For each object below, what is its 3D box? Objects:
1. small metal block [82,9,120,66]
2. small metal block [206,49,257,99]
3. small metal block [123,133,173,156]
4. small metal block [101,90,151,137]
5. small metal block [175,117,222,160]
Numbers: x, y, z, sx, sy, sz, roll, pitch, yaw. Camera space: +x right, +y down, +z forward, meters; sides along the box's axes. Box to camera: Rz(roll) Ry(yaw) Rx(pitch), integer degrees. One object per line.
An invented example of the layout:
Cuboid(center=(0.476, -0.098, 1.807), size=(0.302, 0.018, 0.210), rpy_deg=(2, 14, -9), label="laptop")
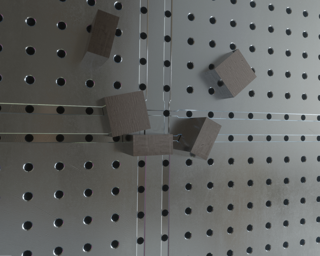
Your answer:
Cuboid(center=(-0.072, -0.107, 0.373), size=(0.025, 0.050, 0.050), rpy_deg=(15, 85, -20), label="small metal block")
Cuboid(center=(0.104, -0.078, 0.453), size=(0.050, 0.025, 0.050), rpy_deg=(-41, 104, -16), label="small metal block")
Cuboid(center=(-0.016, 0.020, 0.394), size=(0.050, 0.050, 0.025), rpy_deg=(-1, 91, -20), label="small metal block")
Cuboid(center=(-0.044, -0.018, 0.397), size=(0.050, 0.025, 0.050), rpy_deg=(-13, 95, -20), label="small metal block")
Cuboid(center=(0.051, 0.014, 0.419), size=(0.025, 0.050, 0.050), rpy_deg=(29, 81, -18), label="small metal block")
